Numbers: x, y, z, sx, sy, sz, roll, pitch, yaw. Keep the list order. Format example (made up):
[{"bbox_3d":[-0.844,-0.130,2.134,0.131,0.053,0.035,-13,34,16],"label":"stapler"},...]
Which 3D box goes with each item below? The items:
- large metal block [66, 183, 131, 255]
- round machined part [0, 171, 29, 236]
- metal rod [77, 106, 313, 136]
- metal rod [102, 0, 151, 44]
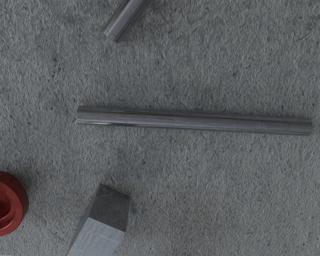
[{"bbox_3d":[-0.084,0.138,0.430,0.050,0.080,0.080,27,108,-10],"label":"large metal block"},{"bbox_3d":[-0.233,0.100,0.434,0.099,0.042,0.097,0,110,-1],"label":"round machined part"},{"bbox_3d":[0.046,-0.009,0.407,0.302,0.025,0.025,3,110,-2],"label":"metal rod"},{"bbox_3d":[0.036,-0.217,0.330,0.025,0.025,0.299,37,105,-13],"label":"metal rod"}]
